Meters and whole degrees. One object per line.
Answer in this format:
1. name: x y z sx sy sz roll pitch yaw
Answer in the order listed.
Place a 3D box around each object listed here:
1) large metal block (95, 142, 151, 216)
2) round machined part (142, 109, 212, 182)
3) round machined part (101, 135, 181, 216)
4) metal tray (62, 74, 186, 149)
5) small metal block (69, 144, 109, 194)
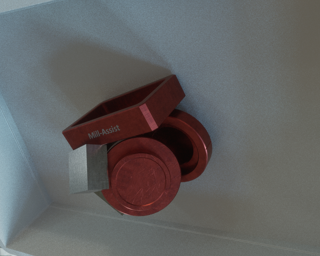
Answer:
1. large metal block: -0.053 0.059 0.435 0.080 0.080 0.050 39 129 1
2. round machined part: 0.020 0.018 0.397 0.098 0.042 0.097 13 124 20
3. round machined part: -0.023 0.059 0.368 0.099 0.042 0.097 -1 96 -6
4. metal tray: -0.044 -0.017 0.375 0.130 0.090 0.030 -16 111 34
5. small metal block: -0.084 0.049 0.360 0.050 0.025 0.050 -23 68 49
